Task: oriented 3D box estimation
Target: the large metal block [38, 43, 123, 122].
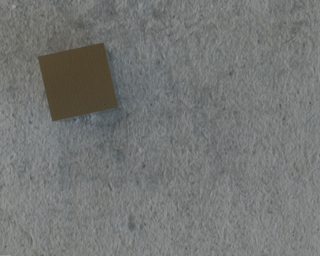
[{"bbox_3d":[-0.099,-0.055,0.396,0.080,0.050,0.080,-12,90,-1],"label":"large metal block"}]
